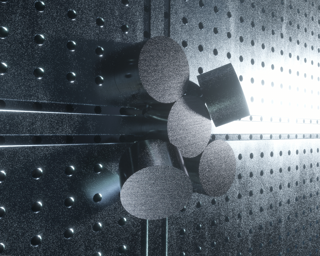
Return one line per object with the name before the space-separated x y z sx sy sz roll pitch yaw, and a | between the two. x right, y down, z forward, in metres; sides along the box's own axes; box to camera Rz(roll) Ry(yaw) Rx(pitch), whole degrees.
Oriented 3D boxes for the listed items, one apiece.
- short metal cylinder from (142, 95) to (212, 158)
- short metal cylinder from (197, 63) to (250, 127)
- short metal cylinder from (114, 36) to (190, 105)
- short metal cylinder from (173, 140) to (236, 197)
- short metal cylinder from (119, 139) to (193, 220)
short metal cylinder | 0.023 -0.002 0.414 0.081 0.050 0.079 0 90 -40
short metal cylinder | 0.091 -0.047 0.445 0.080 0.050 0.080 -21 90 -78
short metal cylinder | -0.009 -0.069 0.386 0.081 0.050 0.079 0 90 -40
short metal cylinder | 0.065 0.056 0.450 0.081 0.050 0.079 0 90 -40
short metal cylinder | -0.007 0.060 0.362 0.081 0.050 0.079 -5 121 -7
